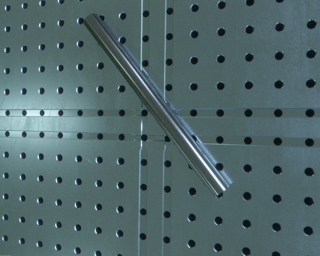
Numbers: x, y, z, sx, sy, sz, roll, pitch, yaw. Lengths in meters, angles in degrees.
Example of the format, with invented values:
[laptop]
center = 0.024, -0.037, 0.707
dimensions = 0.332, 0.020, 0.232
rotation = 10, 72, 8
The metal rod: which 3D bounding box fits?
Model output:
[metal rod]
center = -0.011, -0.038, 0.415
dimensions = 0.025, 0.025, 0.299
rotation = -40, 78, 15
